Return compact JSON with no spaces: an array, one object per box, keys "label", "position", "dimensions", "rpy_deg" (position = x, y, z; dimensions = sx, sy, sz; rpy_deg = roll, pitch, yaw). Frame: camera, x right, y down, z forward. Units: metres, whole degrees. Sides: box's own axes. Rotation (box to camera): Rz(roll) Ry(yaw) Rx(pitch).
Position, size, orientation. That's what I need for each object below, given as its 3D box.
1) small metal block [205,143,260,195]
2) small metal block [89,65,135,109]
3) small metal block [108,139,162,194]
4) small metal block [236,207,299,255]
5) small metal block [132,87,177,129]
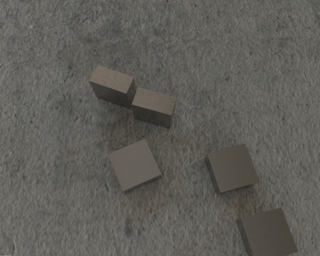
[{"label":"small metal block","position":[0.089,0.052,0.390],"dimensions":[0.050,0.025,0.050],"rpy_deg":[-14,71,-6]},{"label":"small metal block","position":[-0.061,-0.053,0.414],"dimensions":[0.050,0.050,0.025],"rpy_deg":[20,71,6]},{"label":"small metal block","position":[-0.031,0.048,0.390],"dimensions":[0.050,0.025,0.050],"rpy_deg":[-23,72,-9]},{"label":"small metal block","position":[0.124,0.126,0.364],"dimensions":[0.050,0.025,0.050],"rpy_deg":[-14,71,-5]},{"label":"small metal block","position":[-0.007,-0.025,0.404],"dimensions":[0.050,0.050,0.025],"rpy_deg":[16,71,5]}]
